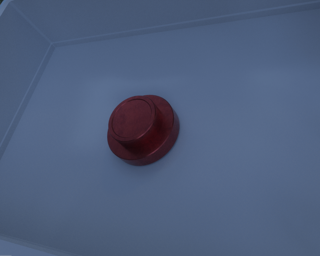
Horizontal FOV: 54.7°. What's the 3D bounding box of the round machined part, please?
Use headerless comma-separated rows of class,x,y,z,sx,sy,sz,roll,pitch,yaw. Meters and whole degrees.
round machined part,-0.028,-0.004,0.406,0.098,0.042,0.098,-13,56,20
